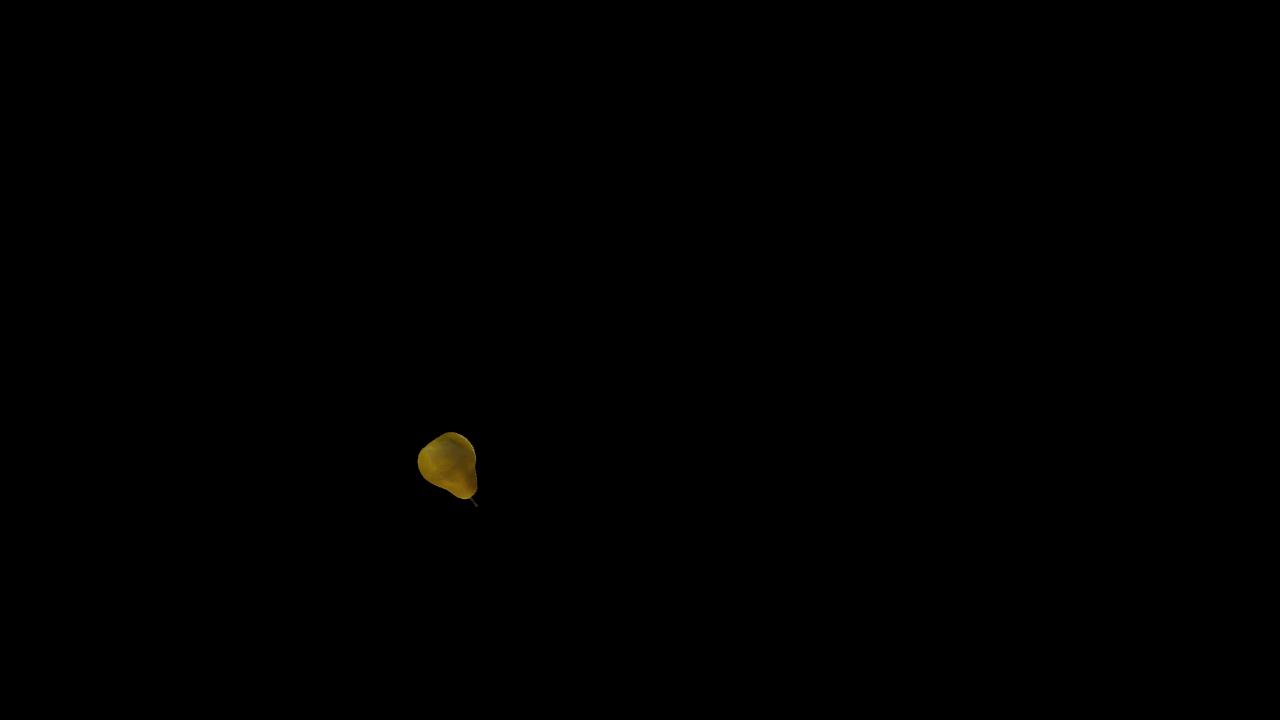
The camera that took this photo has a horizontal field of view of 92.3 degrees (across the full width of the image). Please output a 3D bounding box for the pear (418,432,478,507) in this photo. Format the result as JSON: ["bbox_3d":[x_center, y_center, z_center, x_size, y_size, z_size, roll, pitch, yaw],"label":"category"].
[{"bbox_3d":[-0.255,0.158,0.849,0.080,0.111,0.080,-35,1,1],"label":"pear"}]
